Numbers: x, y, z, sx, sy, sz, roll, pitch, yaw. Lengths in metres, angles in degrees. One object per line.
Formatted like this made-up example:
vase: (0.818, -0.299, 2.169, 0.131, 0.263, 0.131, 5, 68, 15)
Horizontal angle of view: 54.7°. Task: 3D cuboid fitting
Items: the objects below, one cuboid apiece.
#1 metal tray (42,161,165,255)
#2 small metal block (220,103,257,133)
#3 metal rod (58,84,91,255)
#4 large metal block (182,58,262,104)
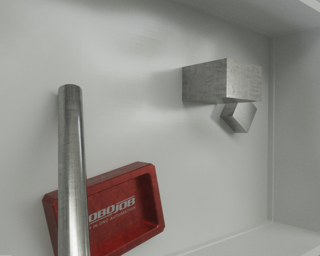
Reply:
metal tray: (-0.058, 0.100, 0.356, 0.131, 0.030, 0.089, -16, 100, -39)
small metal block: (0.133, -0.026, 0.521, 0.050, 0.025, 0.050, 41, 65, -33)
metal rod: (-0.071, 0.089, 0.257, 0.025, 0.025, 0.299, 17, 51, -39)
large metal block: (0.089, -0.064, 0.448, 0.081, 0.080, 0.050, 1, 90, -40)
